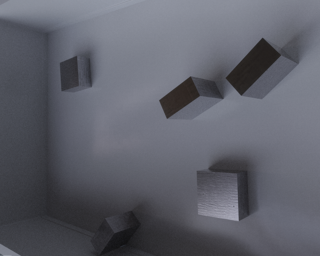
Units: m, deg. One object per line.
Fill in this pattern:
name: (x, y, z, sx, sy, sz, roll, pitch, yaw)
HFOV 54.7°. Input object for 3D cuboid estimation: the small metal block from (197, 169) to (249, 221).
small metal block: (0.070, 0.073, 0.349, 0.050, 0.025, 0.050, -3, 88, 40)

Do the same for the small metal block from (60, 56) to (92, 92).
small metal block: (-0.144, -0.090, 0.526, 0.050, 0.025, 0.050, -8, 85, 39)

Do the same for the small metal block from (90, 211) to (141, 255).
small metal block: (-0.063, 0.150, 0.443, 0.025, 0.050, 0.050, 47, 118, 29)

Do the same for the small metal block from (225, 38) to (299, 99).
small metal block: (0.101, -0.056, 0.307, 0.050, 0.050, 0.025, -49, 61, 29)

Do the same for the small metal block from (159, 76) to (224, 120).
small metal block: (0.037, -0.033, 0.360, 0.050, 0.050, 0.025, -35, 69, 34)
